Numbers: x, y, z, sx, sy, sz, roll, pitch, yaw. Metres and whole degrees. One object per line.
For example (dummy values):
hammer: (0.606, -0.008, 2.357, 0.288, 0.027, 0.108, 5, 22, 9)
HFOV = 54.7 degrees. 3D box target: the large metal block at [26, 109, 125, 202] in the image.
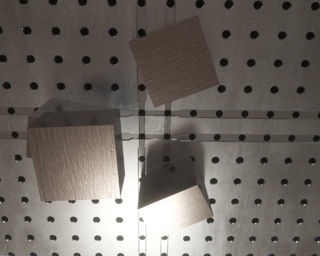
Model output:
large metal block: (-0.082, 0.027, 0.324, 0.081, 0.050, 0.079, -2, 110, 0)

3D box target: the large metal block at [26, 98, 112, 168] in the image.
large metal block: (-0.108, 0.003, 0.384, 0.081, 0.080, 0.050, 10, 110, -4)

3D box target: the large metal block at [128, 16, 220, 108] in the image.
large metal block: (0.017, -0.080, 0.371, 0.080, 0.050, 0.080, -20, 109, 6)

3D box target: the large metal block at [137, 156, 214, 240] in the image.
large metal block: (0.019, 0.091, 0.418, 0.080, 0.080, 0.050, -25, 109, 8)
